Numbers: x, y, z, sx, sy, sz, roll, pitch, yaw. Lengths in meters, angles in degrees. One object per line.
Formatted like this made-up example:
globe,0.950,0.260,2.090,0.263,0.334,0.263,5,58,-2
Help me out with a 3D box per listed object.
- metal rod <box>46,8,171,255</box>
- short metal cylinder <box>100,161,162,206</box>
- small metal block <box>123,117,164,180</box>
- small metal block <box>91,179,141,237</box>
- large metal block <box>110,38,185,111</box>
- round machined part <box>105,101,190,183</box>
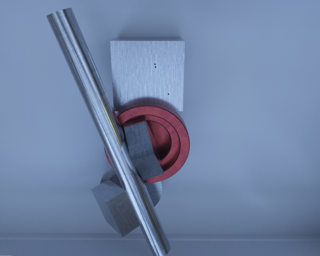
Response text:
metal rod,-0.047,0.022,0.343,0.025,0.025,0.298,-18,109,6
short metal cylinder,-0.038,0.071,0.423,0.081,0.050,0.079,0,110,-1
small metal block,-0.018,0.024,0.354,0.025,0.050,0.050,-19,144,3
small metal block,-0.054,0.096,0.375,0.025,0.050,0.050,-29,111,-25
large metal block,-0.014,-0.065,0.371,0.081,0.050,0.079,0,110,-1
round machined part,-0.015,0.014,0.374,0.099,0.042,0.097,0,110,-1
